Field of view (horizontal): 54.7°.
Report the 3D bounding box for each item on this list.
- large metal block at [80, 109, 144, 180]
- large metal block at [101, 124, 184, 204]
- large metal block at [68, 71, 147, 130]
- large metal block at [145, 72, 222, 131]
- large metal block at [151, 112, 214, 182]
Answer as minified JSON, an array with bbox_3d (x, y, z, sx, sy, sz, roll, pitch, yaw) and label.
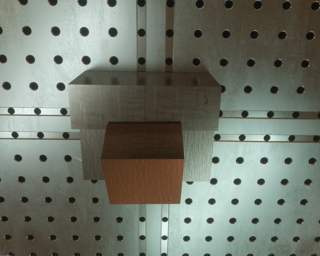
[{"bbox_3d":[-0.057,0.021,0.405,0.081,0.050,0.079,1,110,-1],"label":"large metal block"},{"bbox_3d":[-0.017,0.041,0.344,0.081,0.050,0.079,0,134,-1],"label":"large metal block"},{"bbox_3d":[-0.057,-0.035,0.369,0.081,0.080,0.050,1,110,-1],"label":"large metal block"},{"bbox_3d":[0.024,-0.034,0.371,0.081,0.080,0.050,1,110,-1],"label":"large metal block"},{"bbox_3d":[0.025,0.022,0.406,0.081,0.050,0.079,1,110,-1],"label":"large metal block"}]
